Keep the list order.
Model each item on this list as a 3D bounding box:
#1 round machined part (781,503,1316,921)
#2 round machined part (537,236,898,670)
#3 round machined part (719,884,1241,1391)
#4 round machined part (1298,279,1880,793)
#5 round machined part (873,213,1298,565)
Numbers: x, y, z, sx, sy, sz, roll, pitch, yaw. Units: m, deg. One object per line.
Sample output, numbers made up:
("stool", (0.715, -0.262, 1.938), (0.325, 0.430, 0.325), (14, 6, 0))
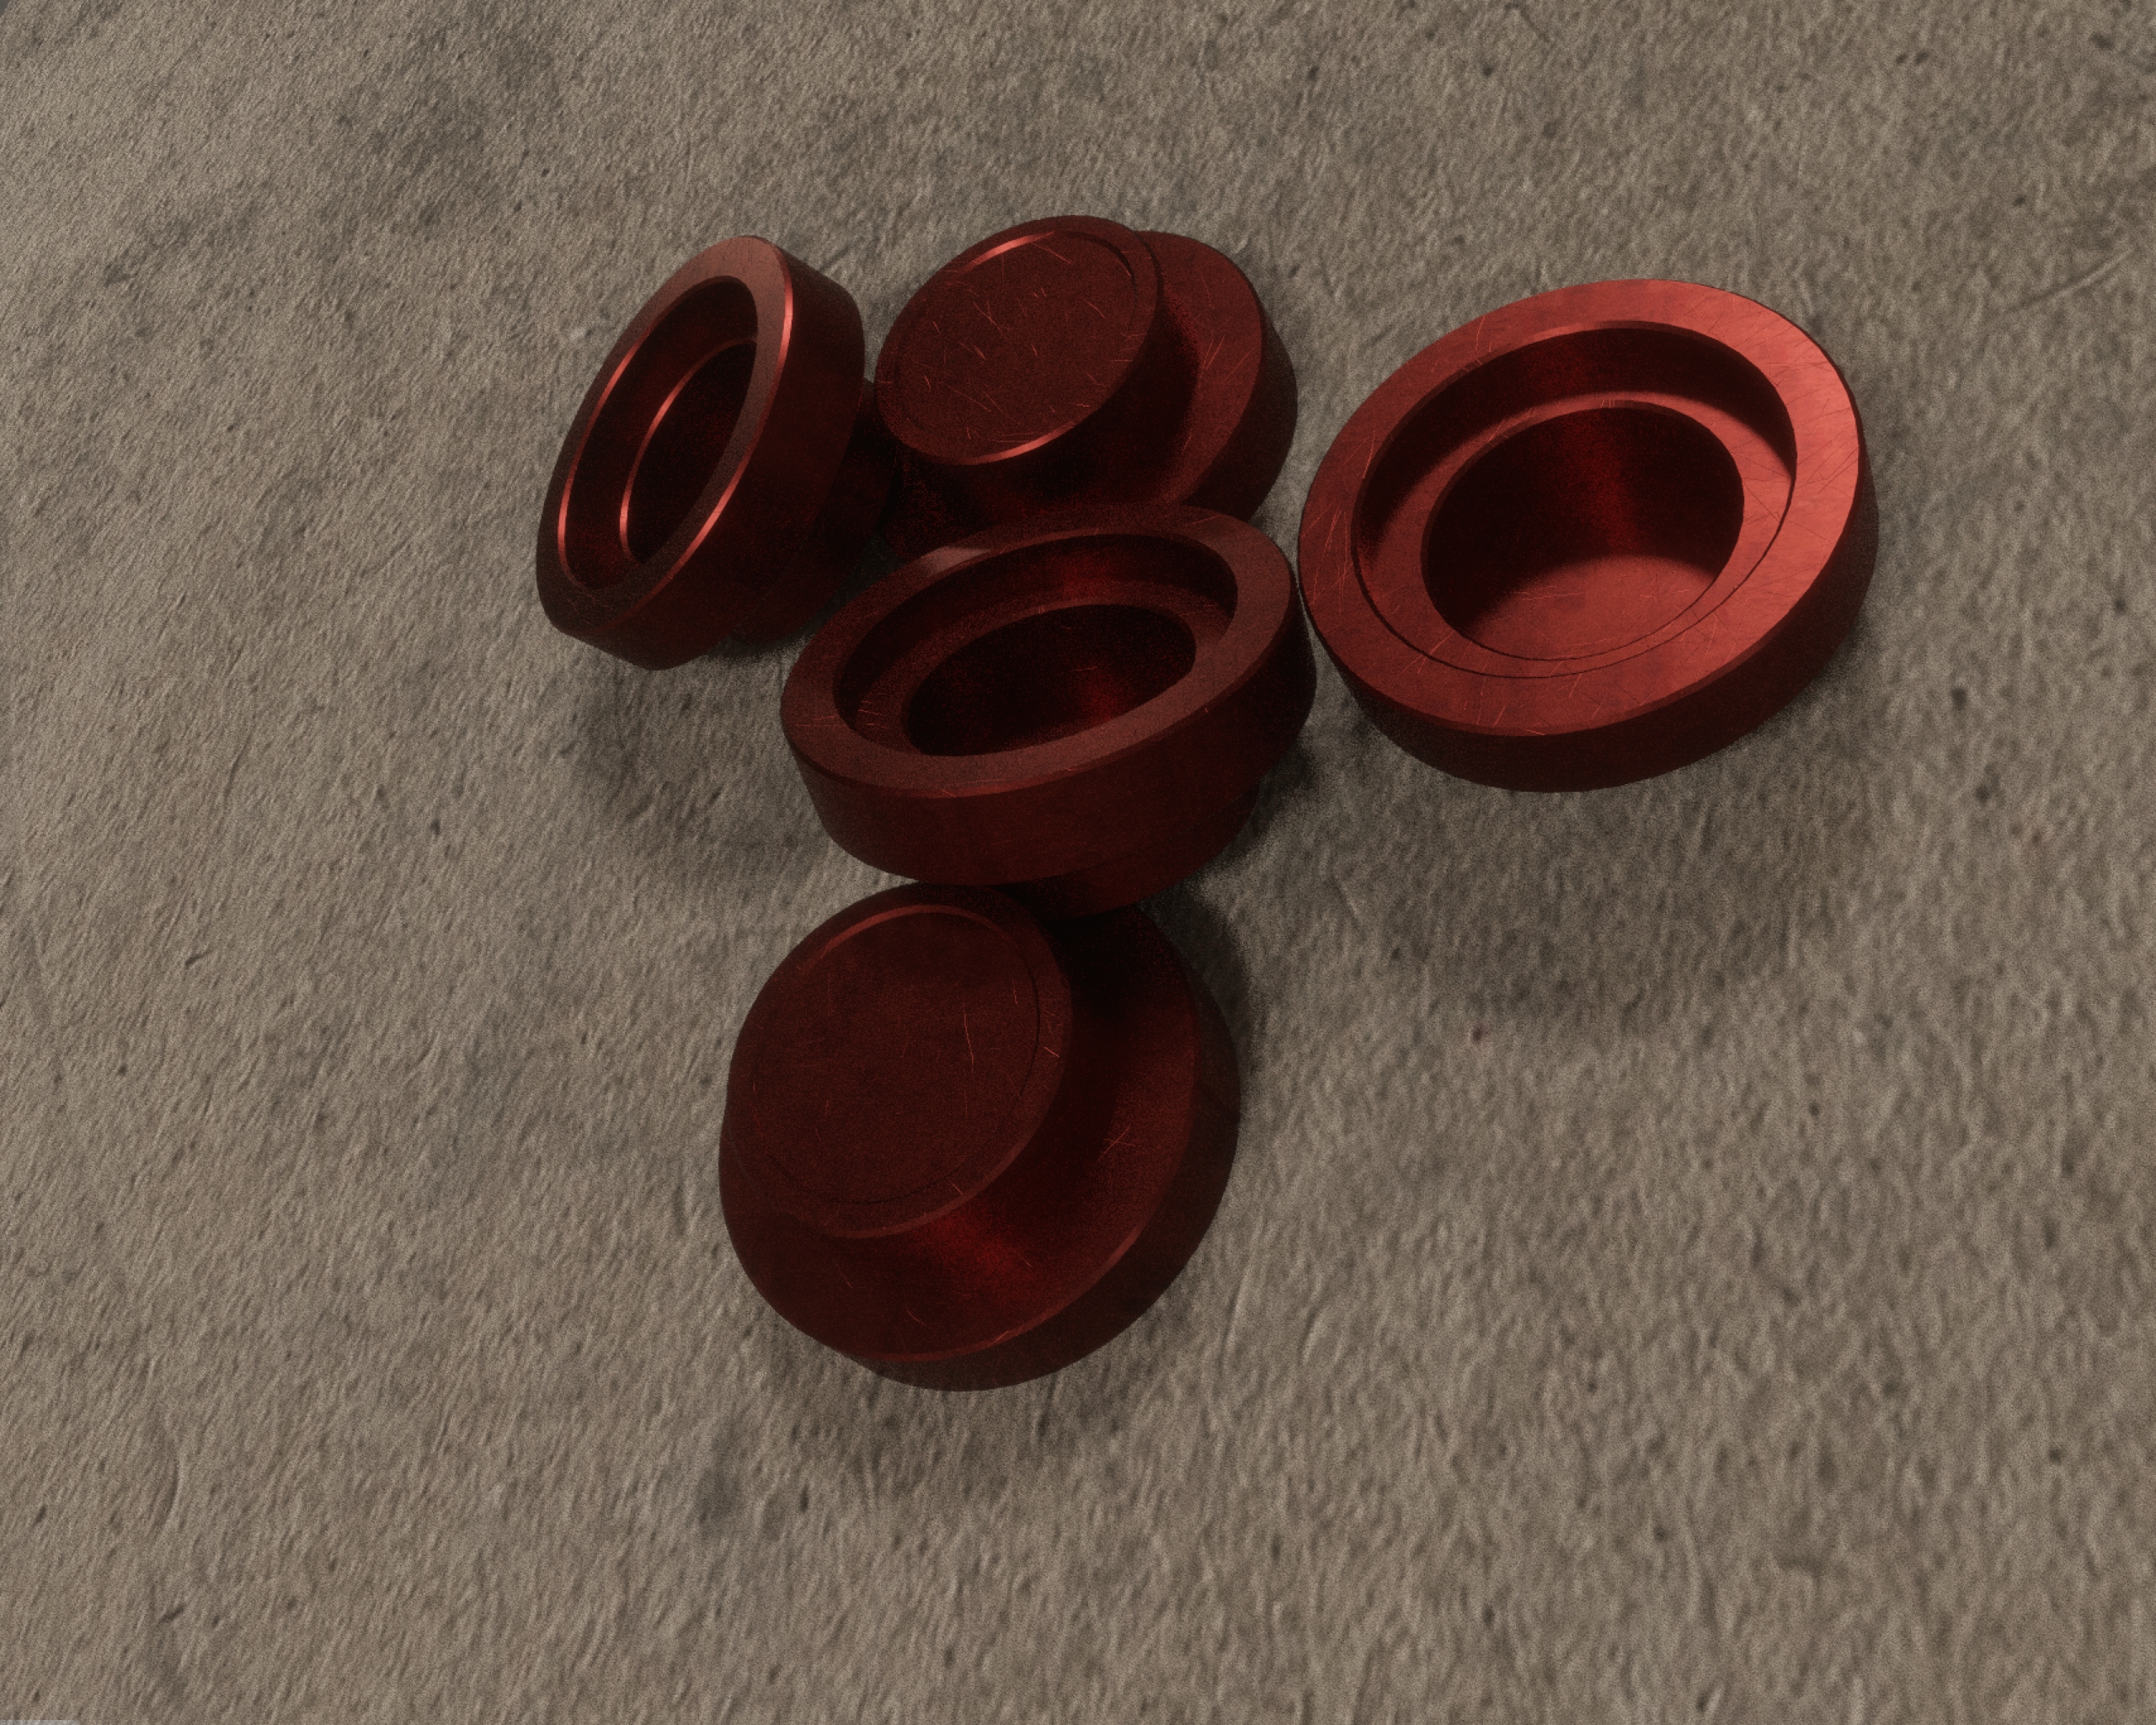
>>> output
("round machined part", (-0.003, -0.026, 0.397), (0.098, 0.042, 0.098), (-12, 35, 9))
("round machined part", (-0.078, -0.088, 0.474), (0.098, 0.042, 0.098), (-27, 51, 39))
("round machined part", (-0.024, 0.042, 0.379), (0.098, 0.042, 0.098), (-13, 56, 20))
("round machined part", (0.093, -0.054, 0.378), (0.098, 0.042, 0.098), (-13, 56, 20))
("round machined part", (-0.005, -0.103, 0.458), (0.098, 0.042, 0.098), (-13, 56, 20))
